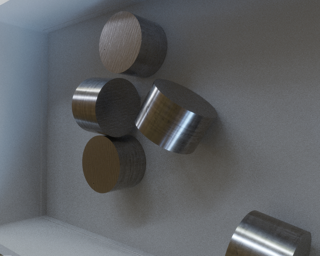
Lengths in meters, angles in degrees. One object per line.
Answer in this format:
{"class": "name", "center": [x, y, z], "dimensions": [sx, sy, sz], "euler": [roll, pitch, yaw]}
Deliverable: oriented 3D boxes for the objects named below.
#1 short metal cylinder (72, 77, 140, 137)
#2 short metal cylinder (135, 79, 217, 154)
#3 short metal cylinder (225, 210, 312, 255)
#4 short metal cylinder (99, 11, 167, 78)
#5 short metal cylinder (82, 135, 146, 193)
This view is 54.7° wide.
{"class": "short metal cylinder", "center": [-0.074, -0.030, 0.432], "dimensions": [0.050, 0.081, 0.079], "euler": [9, 96, 39]}
{"class": "short metal cylinder", "center": [0.018, -0.014, 0.356], "dimensions": [0.080, 0.081, 0.050], "euler": [44, 117, 31]}
{"class": "short metal cylinder", "center": [0.100, 0.124, 0.288], "dimensions": [0.050, 0.081, 0.079], "euler": [16, 100, 39]}
{"class": "short metal cylinder", "center": [-0.037, -0.111, 0.421], "dimensions": [0.080, 0.050, 0.080], "euler": [0, 90, 40]}
{"class": "short metal cylinder", "center": [-0.067, 0.050, 0.446], "dimensions": [0.080, 0.050, 0.080], "euler": [0, 90, 40]}
